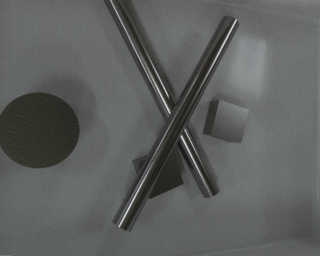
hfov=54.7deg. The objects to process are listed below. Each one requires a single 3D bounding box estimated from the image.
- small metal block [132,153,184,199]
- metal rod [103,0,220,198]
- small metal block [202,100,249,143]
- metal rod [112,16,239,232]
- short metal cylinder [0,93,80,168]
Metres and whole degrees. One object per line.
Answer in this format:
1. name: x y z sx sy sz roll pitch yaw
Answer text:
1. small metal block: -0.003 0.059 0.411 0.050 0.025 0.050 -21 97 -19
2. metal rod: 0.005 -0.039 0.413 0.025 0.025 0.299 -30 100 -18
3. small metal block: 0.095 -0.009 0.447 0.050 0.025 0.050 16 85 -20
4. metal rod: 0.025 -0.013 0.393 0.025 0.025 0.299 32 80 -18
5. short metal cylinder: -0.135 0.002 0.348 0.081 0.050 0.079 0 90 -21
